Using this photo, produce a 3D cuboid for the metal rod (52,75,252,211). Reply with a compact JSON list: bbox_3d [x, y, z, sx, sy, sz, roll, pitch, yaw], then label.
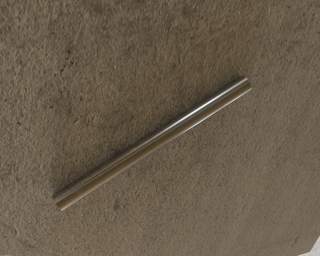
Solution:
[{"bbox_3d":[-0.005,0.016,0.418,0.301,0.025,0.025,-32,129,-8],"label":"metal rod"}]
